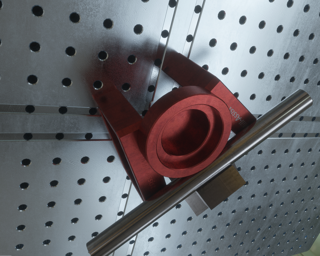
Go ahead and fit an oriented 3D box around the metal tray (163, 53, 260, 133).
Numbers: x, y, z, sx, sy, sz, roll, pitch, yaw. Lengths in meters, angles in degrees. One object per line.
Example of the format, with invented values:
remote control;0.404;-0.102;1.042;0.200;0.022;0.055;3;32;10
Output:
metal tray;0.071;-0.032;0.389;0.030;0.090;0.130;-49;129;7

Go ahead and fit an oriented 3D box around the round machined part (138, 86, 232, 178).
round machined part;0.023;0.001;0.325;0.099;0.042;0.097;-14;125;-21

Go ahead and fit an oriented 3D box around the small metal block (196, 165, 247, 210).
small metal block;0.070;0.069;0.372;0.050;0.050;0.025;-37;85;-4

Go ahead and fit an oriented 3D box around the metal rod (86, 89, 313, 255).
metal rod;0.049;0.050;0.354;0.301;0.025;0.025;-35;129;-5

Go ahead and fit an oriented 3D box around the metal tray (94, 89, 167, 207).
metal tray;-0.031;0.028;0.370;0.030;0.090;0.129;-26;128;-12

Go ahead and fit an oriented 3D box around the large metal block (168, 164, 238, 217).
large metal block;0.056;0.063;0.443;0.080;0.080;0.050;-36;129;-5
